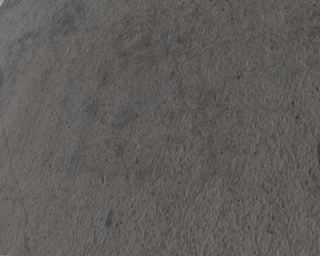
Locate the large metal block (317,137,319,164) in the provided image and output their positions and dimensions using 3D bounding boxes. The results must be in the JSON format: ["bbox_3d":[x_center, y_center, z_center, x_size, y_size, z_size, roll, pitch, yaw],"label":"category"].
[{"bbox_3d":[0.200,0.001,0.282,0.080,0.050,0.080,18,71,35],"label":"large metal block"}]
